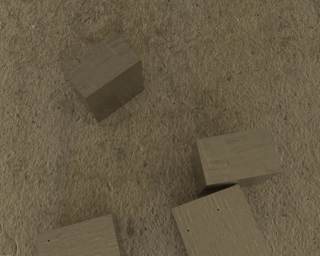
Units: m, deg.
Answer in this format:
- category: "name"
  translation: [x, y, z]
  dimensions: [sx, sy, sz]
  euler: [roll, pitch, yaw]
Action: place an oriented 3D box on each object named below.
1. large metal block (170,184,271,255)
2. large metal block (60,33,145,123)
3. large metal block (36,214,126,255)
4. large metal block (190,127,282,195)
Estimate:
- category: "large metal block"
  translation: [0.064, 0.119, 0.352]
  dimensions: [0.080, 0.050, 0.080]
  euler: [-19, 71, -7]
- category: "large metal block"
  translation: [-0.069, -0.062, 0.401]
  dimensions: [0.080, 0.080, 0.050]
  euler: [-38, 75, -13]
- category: "large metal block"
  translation: [-0.081, 0.147, 0.340]
  dimensions: [0.081, 0.050, 0.080]
  euler: [-15, 71, -5]
- category: "large metal block"
  translation: [0.083, 0.042, 0.364]
  dimensions: [0.081, 0.080, 0.050]
  euler: [-10, 71, -4]
